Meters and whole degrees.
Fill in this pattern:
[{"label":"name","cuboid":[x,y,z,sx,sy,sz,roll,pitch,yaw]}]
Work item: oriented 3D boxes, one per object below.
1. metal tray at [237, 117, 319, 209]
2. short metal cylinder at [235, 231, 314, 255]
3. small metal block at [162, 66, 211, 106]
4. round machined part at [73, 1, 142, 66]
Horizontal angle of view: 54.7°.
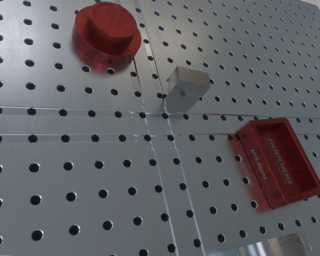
[{"label":"metal tray","cuboid":[0.183,0.049,0.473,0.091,0.030,0.130,-5,64,-31]},{"label":"short metal cylinder","cuboid":[0.132,0.153,0.351,0.081,0.080,0.050,-1,63,-29]},{"label":"small metal block","cuboid":[0.037,-0.060,0.449,0.050,0.050,0.025,9,58,-24]},{"label":"round machined part","cuboid":[-0.072,-0.141,0.445,0.099,0.042,0.098,14,56,-21]}]
